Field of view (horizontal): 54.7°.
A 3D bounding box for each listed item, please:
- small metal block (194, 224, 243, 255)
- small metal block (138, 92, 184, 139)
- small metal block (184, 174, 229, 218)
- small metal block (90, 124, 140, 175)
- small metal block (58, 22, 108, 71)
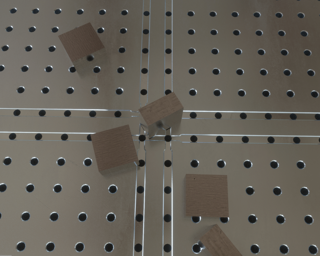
[{"bbox_3d":[0.067,0.138,0.349,0.025,0.050,0.050,-36,74,-12],"label":"small metal block"},{"bbox_3d":[0.001,-0.016,0.404,0.050,0.050,0.025,-28,73,-10],"label":"small metal block"},{"bbox_3d":[0.056,0.084,0.382,0.050,0.025,0.050,2,70,0],"label":"small metal block"},{"bbox_3d":[-0.058,0.028,0.401,0.050,0.025,0.050,-15,71,-6],"label":"small metal block"},{"bbox_3d":[-0.113,-0.119,0.454,0.050,0.025,0.050,-28,73,-10],"label":"small metal block"}]
